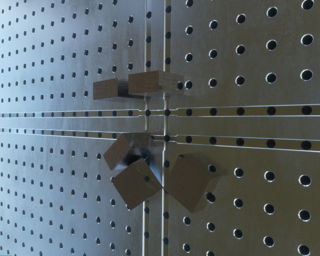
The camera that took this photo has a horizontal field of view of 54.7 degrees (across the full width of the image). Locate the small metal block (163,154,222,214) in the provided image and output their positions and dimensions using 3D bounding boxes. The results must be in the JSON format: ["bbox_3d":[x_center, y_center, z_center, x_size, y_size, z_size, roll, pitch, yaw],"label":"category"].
[{"bbox_3d":[0.038,0.066,0.376,0.050,0.025,0.050,36,112,34],"label":"small metal block"}]

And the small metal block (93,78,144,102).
[{"bbox_3d":[-0.059,-0.053,0.439,0.050,0.050,0.025,-2,89,39],"label":"small metal block"}]

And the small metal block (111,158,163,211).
[{"bbox_3d":[-0.032,0.078,0.427,0.050,0.025,0.050,-41,79,32],"label":"small metal block"}]

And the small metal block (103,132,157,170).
[{"bbox_3d":[-0.041,0.031,0.425,0.050,0.050,0.025,-46,63,30],"label":"small metal block"}]

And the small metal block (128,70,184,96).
[{"bbox_3d":[-0.005,-0.055,0.395,0.050,0.050,0.025,1,91,39],"label":"small metal block"}]
